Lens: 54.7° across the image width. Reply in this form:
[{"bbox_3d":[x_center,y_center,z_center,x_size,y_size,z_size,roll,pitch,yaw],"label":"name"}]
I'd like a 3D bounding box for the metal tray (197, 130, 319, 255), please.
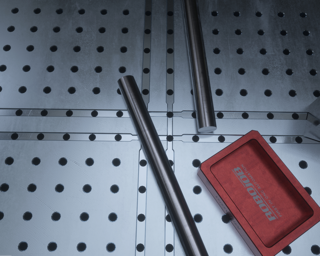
[{"bbox_3d":[0.119,0.078,0.381,0.090,0.030,0.130,-32,73,-11],"label":"metal tray"}]

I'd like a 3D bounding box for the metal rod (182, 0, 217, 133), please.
[{"bbox_3d":[0.051,-0.138,0.462,0.025,0.025,0.299,-4,70,-2],"label":"metal rod"}]

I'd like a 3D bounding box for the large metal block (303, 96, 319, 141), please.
[{"bbox_3d":[0.242,-0.012,0.389,0.080,0.080,0.050,19,71,7],"label":"large metal block"}]

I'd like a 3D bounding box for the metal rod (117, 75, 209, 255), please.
[{"bbox_3d":[0.007,0.064,0.388,0.025,0.025,0.299,-21,71,-7],"label":"metal rod"}]
